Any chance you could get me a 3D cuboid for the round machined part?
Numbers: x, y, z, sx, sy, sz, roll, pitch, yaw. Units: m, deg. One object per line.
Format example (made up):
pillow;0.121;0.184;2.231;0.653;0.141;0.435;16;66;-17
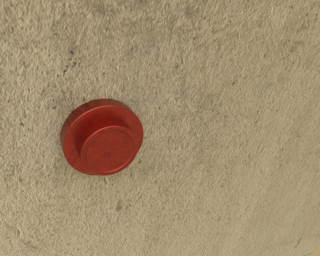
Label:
round machined part;-0.065;0.018;0.371;0.099;0.042;0.097;-14;124;-21
